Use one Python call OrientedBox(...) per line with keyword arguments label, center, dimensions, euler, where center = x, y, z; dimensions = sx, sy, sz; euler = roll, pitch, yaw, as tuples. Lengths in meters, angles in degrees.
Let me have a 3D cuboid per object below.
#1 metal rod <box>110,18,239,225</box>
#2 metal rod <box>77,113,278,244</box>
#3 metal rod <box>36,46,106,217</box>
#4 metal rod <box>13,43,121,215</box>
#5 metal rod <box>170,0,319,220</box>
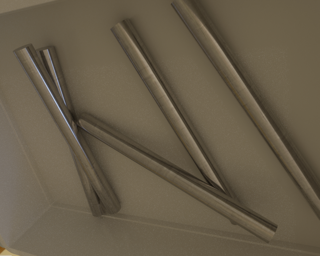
OrientedBox(label="metal rod", center=(0.031, 0.002, 0.393), dimensions=(0.025, 0.025, 0.299), euler=(-22, 107, 36))
OrientedBox(label="metal rod", center=(0.009, 0.057, 0.415), dimensions=(0.300, 0.025, 0.025), euler=(29, 128, 18))
OrientedBox(label="metal rod", center=(-0.134, 0.021, 0.492), dimensions=(0.025, 0.025, 0.298), euler=(4, 121, 26))
OrientedBox(label="metal rod", center=(-0.126, 0.019, 0.464), dimensions=(0.025, 0.025, 0.299), euler=(-3, 124, 29))
OrientedBox(label="metal rod", center=(0.110, -0.015, 0.340), dimensions=(0.025, 0.025, 0.300), euler=(-29, 102, 38))
